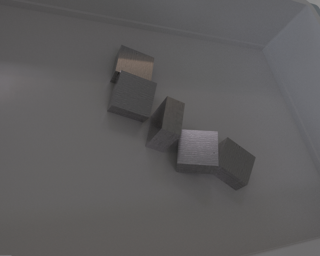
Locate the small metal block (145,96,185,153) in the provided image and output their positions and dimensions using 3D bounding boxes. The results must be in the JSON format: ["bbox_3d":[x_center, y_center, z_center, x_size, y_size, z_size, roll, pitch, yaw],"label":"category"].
[{"bbox_3d":[0.006,-0.004,0.395,0.025,0.050,0.050,21,54,-16],"label":"small metal block"}]

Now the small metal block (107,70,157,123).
[{"bbox_3d":[-0.036,-0.040,0.403,0.050,0.025,0.050,18,69,-18],"label":"small metal block"}]

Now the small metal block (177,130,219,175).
[{"bbox_3d":[0.048,0.031,0.400,0.050,0.025,0.050,4,57,3],"label":"small metal block"}]

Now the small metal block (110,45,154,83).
[{"bbox_3d":[-0.038,-0.082,0.435,0.050,0.025,0.050,18,54,-18],"label":"small metal block"}]

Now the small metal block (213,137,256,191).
[{"bbox_3d":[0.099,0.049,0.429,0.050,0.025,0.050,35,51,-5],"label":"small metal block"}]
